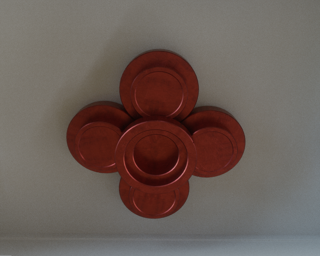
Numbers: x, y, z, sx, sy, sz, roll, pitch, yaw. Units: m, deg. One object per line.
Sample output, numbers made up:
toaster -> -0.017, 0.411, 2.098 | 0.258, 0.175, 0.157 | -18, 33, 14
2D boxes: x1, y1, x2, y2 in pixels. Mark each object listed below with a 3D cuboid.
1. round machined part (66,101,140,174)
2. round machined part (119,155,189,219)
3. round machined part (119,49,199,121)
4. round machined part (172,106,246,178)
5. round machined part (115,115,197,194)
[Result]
round machined part -> -0.073, 0.017, 0.405 | 0.099, 0.042, 0.097 | 0, 110, 0
round machined part -> -0.008, 0.086, 0.431 | 0.099, 0.042, 0.097 | -1, 109, -1
round machined part -> -0.001, -0.046, 0.382 | 0.099, 0.042, 0.097 | 0, 110, 0
round machined part -> 0.064, 0.023, 0.409 | 0.099, 0.042, 0.097 | 0, 110, 0
round machined part -> -0.005, 0.030, 0.389 | 0.099, 0.042, 0.097 | 0, 110, 0
